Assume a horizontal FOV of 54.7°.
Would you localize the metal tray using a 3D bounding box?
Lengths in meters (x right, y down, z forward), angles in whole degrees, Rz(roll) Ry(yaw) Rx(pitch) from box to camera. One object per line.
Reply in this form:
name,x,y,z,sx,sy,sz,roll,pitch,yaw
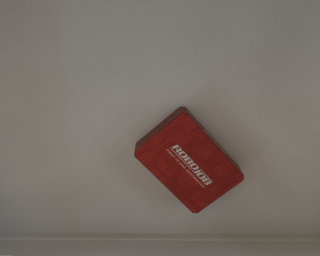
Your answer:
metal tray,0.040,0.046,0.426,0.090,0.030,0.130,-40,106,13
